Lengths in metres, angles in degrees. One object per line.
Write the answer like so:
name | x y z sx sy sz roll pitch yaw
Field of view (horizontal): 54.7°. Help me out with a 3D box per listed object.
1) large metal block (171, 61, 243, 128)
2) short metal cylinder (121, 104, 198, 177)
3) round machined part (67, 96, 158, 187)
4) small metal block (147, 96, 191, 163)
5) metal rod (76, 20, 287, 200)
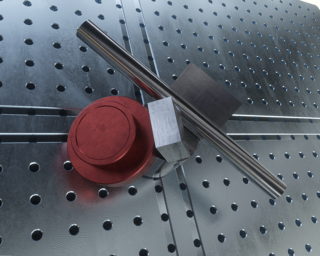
large metal block | 0.055 -0.041 0.415 0.080 0.050 0.080 39 8 -2
short metal cylinder | -0.001 0.014 0.378 0.081 0.050 0.080 14 56 -21
round machined part | -0.053 0.010 0.325 0.098 0.042 0.098 -4 71 11
small metal block | 0.010 0.003 0.324 0.025 0.050 0.050 -16 64 9
metal rod | 0.026 -0.021 0.366 0.300 0.025 0.025 40 51 -1
